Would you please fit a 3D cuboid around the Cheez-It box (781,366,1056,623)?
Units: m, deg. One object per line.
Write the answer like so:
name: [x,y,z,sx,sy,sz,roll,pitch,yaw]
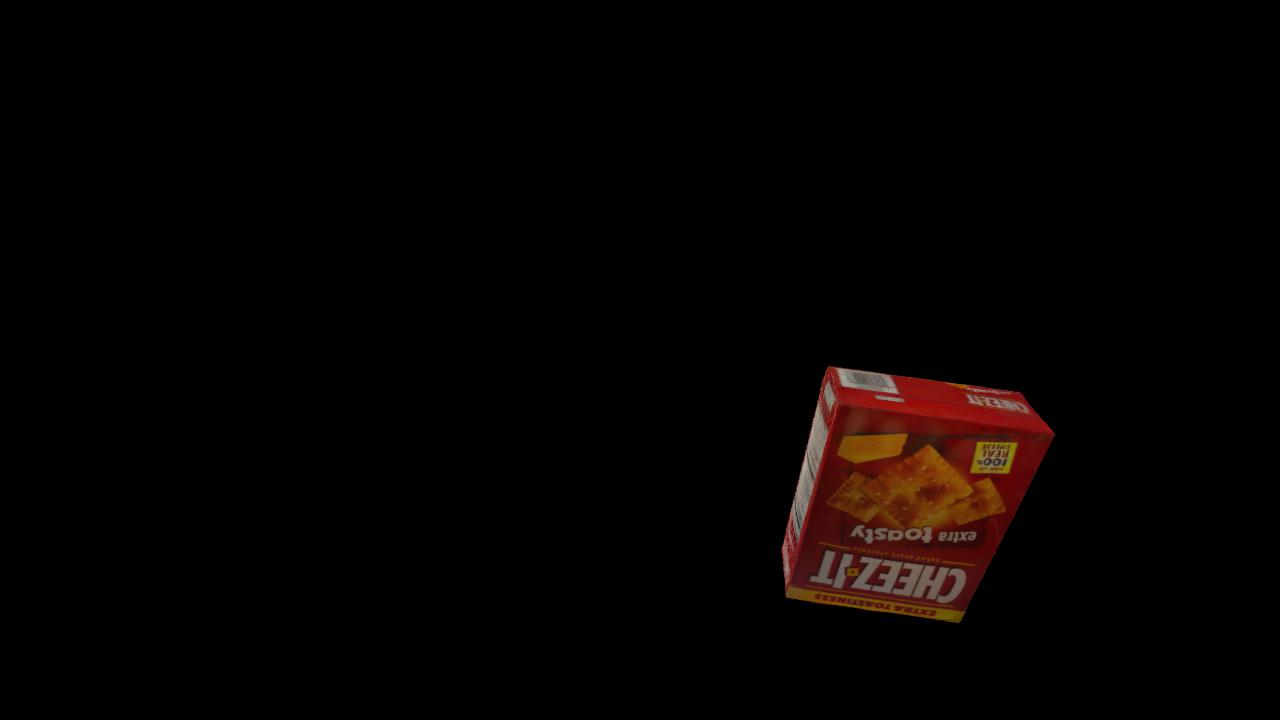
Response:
Cheez-It box: [0.228,0.125,0.547,0.166,0.223,0.071,8,29,4]
